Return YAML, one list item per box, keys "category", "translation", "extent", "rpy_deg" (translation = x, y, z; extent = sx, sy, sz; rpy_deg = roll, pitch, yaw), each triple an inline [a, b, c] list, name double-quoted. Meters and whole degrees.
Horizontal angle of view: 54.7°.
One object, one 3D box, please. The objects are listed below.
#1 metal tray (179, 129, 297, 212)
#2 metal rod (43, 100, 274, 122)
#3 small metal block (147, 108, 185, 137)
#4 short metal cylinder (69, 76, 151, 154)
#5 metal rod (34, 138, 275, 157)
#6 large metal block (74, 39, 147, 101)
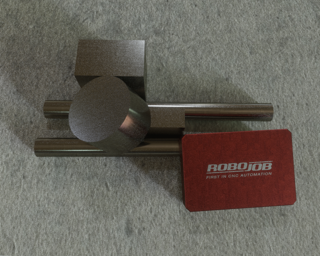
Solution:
- category: "metal tray"
  translation: [0.092, 0.049, 0.375]
  extent: [0.131, 0.030, 0.089]
  rpy_deg: [-3, 88, -3]
- category: "metal rod"
  translation: [-0.002, -0.023, 0.418]
  extent: [0.302, 0.025, 0.025]
  rpy_deg: [1, 70, 0]
- category: "small metal block"
  translation: [0.005, -0.004, 0.397]
  extent: [0.050, 0.050, 0.025]
  rpy_deg: [1, 70, 0]
- category: "short metal cylinder"
  translation: [-0.058, -0.014, 0.363]
  extent: [0.080, 0.050, 0.080]
  rpy_deg: [-9, 66, 22]
- category: "metal rod"
  translation: [-0.006, 0.025, 0.401]
  extent: [0.302, 0.025, 0.025]
  rpy_deg: [0, 70, -1]
- category: "large metal block"
  translation: [-0.059, -0.071, 0.406]
  extent: [0.081, 0.080, 0.050]
  rpy_deg: [1, 70, 0]
